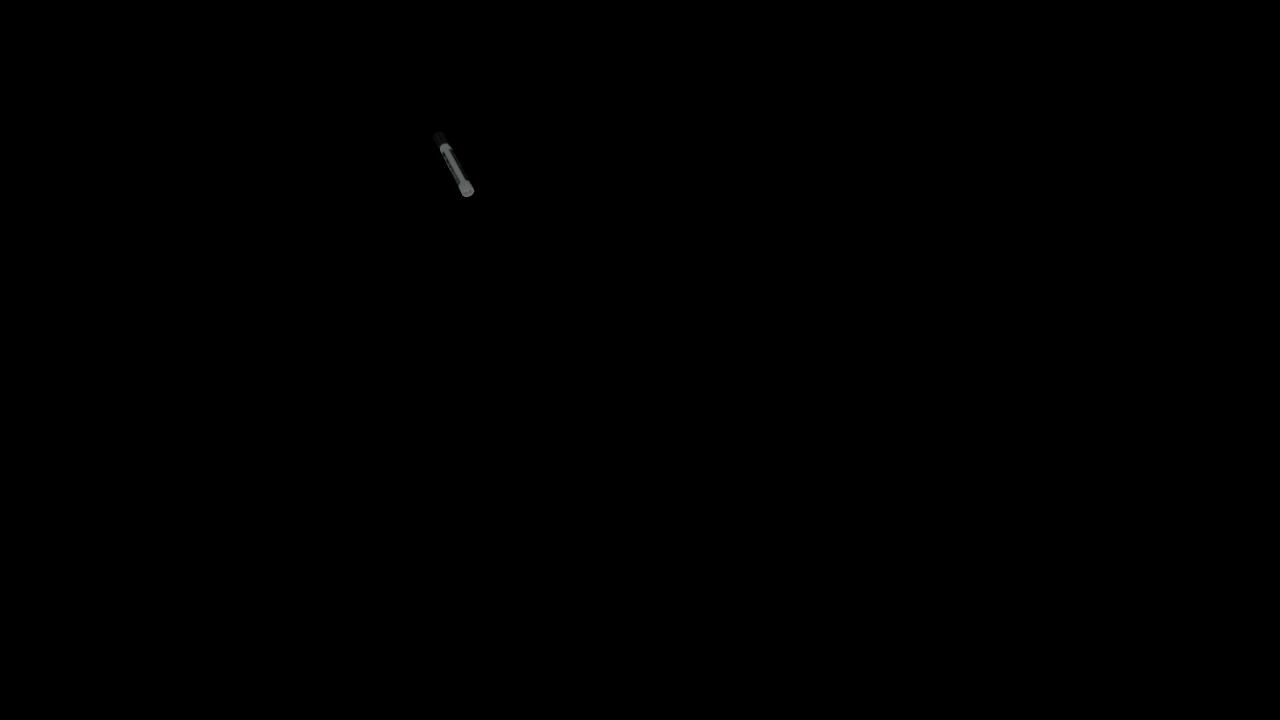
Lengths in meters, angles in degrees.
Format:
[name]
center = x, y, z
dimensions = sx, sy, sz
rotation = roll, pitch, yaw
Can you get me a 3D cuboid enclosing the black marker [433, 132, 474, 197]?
[black marker]
center = -0.278, -0.293, 0.913
dimensions = 0.020, 0.121, 0.020
rotation = -26, -19, -10
